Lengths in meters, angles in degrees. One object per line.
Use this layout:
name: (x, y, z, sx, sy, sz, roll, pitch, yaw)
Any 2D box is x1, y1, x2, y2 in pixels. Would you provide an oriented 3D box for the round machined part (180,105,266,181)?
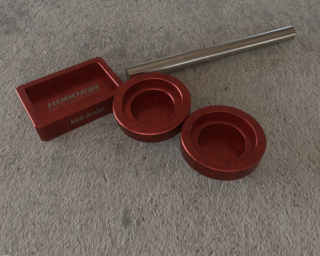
round machined part: (0.073, 0.022, 0.375, 0.099, 0.042, 0.098, 0, 50, 0)

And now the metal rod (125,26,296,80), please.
metal rod: (0.090, -0.124, 0.507, 0.302, 0.025, 0.025, -17, 52, -14)

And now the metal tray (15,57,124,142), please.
metal tray: (-0.121, -0.045, 0.436, 0.131, 0.030, 0.090, -27, 55, -21)

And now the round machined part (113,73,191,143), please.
round machined part: (-0.009, -0.022, 0.405, 0.099, 0.042, 0.098, -2, 57, 3)
